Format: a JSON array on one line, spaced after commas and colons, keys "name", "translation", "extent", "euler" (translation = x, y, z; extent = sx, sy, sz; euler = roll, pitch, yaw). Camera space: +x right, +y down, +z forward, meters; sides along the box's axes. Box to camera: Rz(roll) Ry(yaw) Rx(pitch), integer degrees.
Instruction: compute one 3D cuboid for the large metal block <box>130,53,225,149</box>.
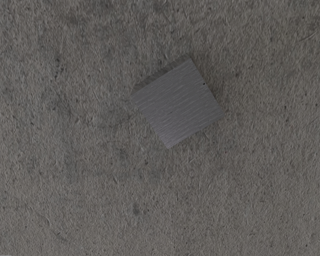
[{"name": "large metal block", "translation": [0.022, -0.034, 0.384], "extent": [0.080, 0.050, 0.080], "euler": [-31, 107, 11]}]
